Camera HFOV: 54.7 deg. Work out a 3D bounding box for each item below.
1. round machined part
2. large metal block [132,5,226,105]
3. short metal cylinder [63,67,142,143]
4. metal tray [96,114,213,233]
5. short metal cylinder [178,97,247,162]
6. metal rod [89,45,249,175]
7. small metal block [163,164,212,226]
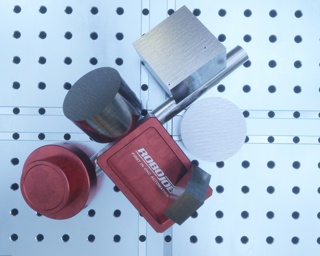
[{"bbox_3d":[-0.134,0.069,0.391,0.098,0.042,0.097,2,96,15],"label":"round machined part"},{"bbox_3d":[0.026,-0.090,0.389,0.080,0.050,0.080,-37,71,0],"label":"large metal block"},{"bbox_3d":[-0.070,-0.028,0.380,0.080,0.050,0.080,-15,51,20],"label":"short metal cylinder"},{"bbox_3d":[-0.006,0.058,0.396,0.090,0.030,0.130,-38,103,0],"label":"metal tray"},{"bbox_3d":[0.065,0.002,0.401,0.081,0.050,0.079,0,90,0],"label":"short metal cylinder"},{"bbox_3d":[-0.009,-0.009,0.415,0.300,0.025,0.025,-37,90,0],"label":"metal rod"},{"bbox_3d":[0.033,0.080,0.372,0.025,0.050,0.050,35,125,-2],"label":"small metal block"}]
